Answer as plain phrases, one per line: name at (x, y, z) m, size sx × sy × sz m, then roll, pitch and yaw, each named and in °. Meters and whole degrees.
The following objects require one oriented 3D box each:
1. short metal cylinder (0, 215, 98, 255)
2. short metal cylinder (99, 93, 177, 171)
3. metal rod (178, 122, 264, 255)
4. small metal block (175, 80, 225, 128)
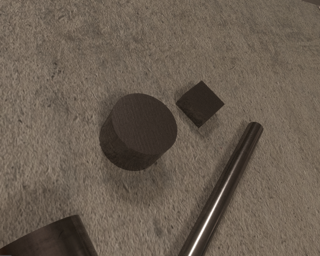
short metal cylinder at (-0.093, 0.113, 0.250) m, size 0.081 × 0.080 × 0.050 m, roll -20°, pitch 73°, yaw -36°
short metal cylinder at (-0.026, 0.005, 0.372) m, size 0.081 × 0.050 × 0.080 m, roll 14°, pitch 56°, yaw -21°
metal rod at (0.075, 0.090, 0.391) m, size 0.025 × 0.025 × 0.301 m, roll 41°, pitch 51°, yaw -1°
small metal block at (0.060, -0.036, 0.460) m, size 0.050 × 0.025 × 0.050 m, roll 47°, pitch 51°, yaw 4°
